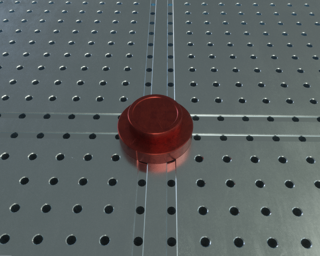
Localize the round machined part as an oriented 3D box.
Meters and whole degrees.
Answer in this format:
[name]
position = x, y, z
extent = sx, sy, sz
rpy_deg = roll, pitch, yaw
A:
[round machined part]
position = -0.006, -0.006, 0.402
extent = 0.099, 0.042, 0.098
rpy_deg = 0, 50, 0
